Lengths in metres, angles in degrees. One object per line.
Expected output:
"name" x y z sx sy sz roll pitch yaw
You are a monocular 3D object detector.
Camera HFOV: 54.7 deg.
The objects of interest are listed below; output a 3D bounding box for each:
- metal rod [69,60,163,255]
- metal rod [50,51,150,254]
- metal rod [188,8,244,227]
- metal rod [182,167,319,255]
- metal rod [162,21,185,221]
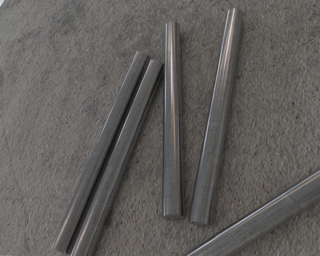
"metal rod" -0.052 0.036 0.408 0.025 0.025 0.300 6 64 31
"metal rod" -0.074 0.018 0.431 0.025 0.025 0.300 6 64 31
"metal rod" 0.075 -0.032 0.384 0.025 0.025 0.300 0 61 28
"metal rod" 0.036 0.132 0.304 0.300 0.025 0.025 -35 51 5
"metal rod" 0.017 -0.031 0.413 0.025 0.025 0.299 -12 56 21
